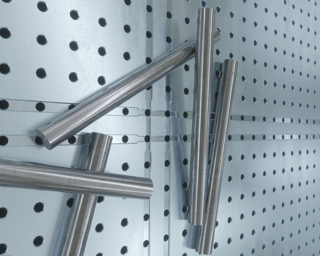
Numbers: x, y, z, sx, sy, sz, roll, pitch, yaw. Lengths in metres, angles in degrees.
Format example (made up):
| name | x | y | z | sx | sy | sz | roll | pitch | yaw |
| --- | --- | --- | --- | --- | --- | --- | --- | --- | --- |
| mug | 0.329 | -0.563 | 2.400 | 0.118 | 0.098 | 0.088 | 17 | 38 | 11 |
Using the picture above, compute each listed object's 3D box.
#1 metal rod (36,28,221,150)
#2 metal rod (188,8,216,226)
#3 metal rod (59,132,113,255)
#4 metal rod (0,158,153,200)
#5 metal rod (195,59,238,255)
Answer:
| name | x | y | z | sx | sy | sz | roll | pitch | yaw |
| --- | --- | --- | --- | --- | --- | --- | --- | --- | --- |
| metal rod | -0.017 | -0.065 | 0.393 | 0.302 | 0.025 | 0.025 | -38 | 113 | -33 |
| metal rod | 0.058 | -0.011 | 0.436 | 0.025 | 0.025 | 0.298 | -4 | 99 | -40 |
| metal rod | -0.098 | 0.151 | 0.326 | 0.025 | 0.025 | 0.299 | 21 | 77 | -38 |
| metal rod | -0.138 | 0.039 | 0.272 | 0.302 | 0.025 | 0.025 | 14 | 81 | -33 |
| metal rod | 0.089 | 0.039 | 0.482 | 0.025 | 0.025 | 0.299 | 16 | 80 | -39 |
